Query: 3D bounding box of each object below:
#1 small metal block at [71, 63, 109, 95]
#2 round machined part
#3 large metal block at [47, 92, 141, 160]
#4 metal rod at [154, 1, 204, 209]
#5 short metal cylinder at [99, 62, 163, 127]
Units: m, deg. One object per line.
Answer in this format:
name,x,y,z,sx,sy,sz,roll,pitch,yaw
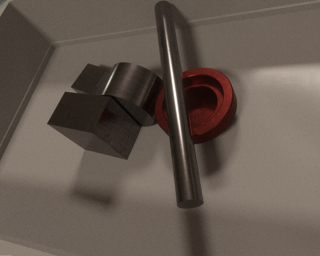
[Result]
small metal block,-0.109,-0.074,0.506,0.050,0.025,0.050,22,73,35
round machined part,0.046,-0.023,0.384,0.098,0.042,0.098,-13,56,20
large metal block,-0.085,-0.003,0.415,0.080,0.080,0.050,9,67,32
metal rod,0.017,-0.053,0.374,0.025,0.025,0.299,-18,55,18
short metal cylinder,-0.037,-0.043,0.415,0.080,0.080,0.050,9,67,32
